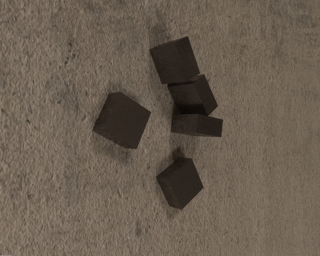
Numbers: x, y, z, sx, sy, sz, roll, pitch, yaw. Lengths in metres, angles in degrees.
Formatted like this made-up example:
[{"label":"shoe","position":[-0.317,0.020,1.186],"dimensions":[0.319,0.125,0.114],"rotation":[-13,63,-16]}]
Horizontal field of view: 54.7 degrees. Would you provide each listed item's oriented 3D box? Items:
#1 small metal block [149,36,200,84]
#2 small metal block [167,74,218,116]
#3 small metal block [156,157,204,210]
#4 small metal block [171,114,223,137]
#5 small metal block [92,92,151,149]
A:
[{"label":"small metal block","position":[0.019,-0.088,0.406],"dimensions":[0.025,0.050,0.050],"rotation":[-34,112,-35]},{"label":"small metal block","position":[0.045,-0.044,0.428],"dimensions":[0.025,0.050,0.050],"rotation":[-42,116,-32]},{"label":"small metal block","position":[0.029,0.076,0.431],"dimensions":[0.050,0.025,0.050],"rotation":[-37,113,-34]},{"label":"small metal block","position":[0.051,-0.003,0.434],"dimensions":[0.050,0.050,0.025],"rotation":[10,84,-40]},{"label":"small metal block","position":[-0.044,-0.008,0.369],"dimensions":[0.050,0.025,0.050],"rotation":[33,70,-36]}]
